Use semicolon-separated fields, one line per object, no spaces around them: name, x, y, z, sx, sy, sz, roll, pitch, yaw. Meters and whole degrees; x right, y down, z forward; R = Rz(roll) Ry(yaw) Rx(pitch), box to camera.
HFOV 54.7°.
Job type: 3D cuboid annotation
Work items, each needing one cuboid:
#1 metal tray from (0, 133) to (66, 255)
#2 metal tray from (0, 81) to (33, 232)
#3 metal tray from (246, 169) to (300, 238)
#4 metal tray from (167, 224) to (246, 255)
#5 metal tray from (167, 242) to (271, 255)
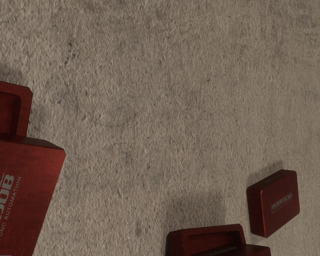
metal tray;-0.140;0.069;0.253;0.090;0.030;0.129;18;90;-55
metal tray;-0.167;0.021;0.261;0.091;0.030;0.129;11;83;-40
metal tray;0.218;0.139;0.589;0.131;0.030;0.089;-14;99;-39
metal tray;0.076;0.189;0.444;0.131;0.030;0.090;9;62;-37
metal tray;0.081;0.188;0.428;0.131;0.090;0.030;4;78;-39
